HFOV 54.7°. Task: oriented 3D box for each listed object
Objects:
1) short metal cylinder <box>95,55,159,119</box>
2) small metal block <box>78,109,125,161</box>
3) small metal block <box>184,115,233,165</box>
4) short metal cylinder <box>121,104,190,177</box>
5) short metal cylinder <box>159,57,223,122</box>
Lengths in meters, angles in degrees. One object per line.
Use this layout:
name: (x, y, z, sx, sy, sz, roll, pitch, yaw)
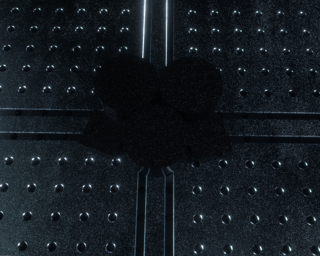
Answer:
short metal cylinder: (-0.042, -0.050, 0.412, 0.081, 0.050, 0.080, 0, 70, 0)
small metal block: (-0.070, 0.009, 0.404, 0.050, 0.025, 0.050, 20, 71, 7)
small metal block: (0.060, 0.015, 0.403, 0.050, 0.025, 0.050, -13, 71, -5)
short metal cylinder: (-0.005, 0.017, 0.388, 0.081, 0.050, 0.080, 0, 70, 0)
short metal cylinder: (0.039, -0.047, 0.412, 0.081, 0.050, 0.080, 0, 70, 0)
